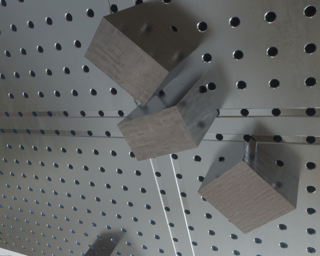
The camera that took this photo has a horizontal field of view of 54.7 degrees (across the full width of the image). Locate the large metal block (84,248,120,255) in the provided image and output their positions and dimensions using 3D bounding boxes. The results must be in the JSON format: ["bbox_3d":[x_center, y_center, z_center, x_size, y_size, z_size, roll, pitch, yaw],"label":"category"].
[{"bbox_3d":[-0.113,0.297,0.636,0.080,0.050,0.080,-18,109,34],"label":"large metal block"}]

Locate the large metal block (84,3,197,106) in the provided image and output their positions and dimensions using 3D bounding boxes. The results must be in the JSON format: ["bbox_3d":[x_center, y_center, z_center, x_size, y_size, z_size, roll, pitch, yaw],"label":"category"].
[{"bbox_3d":[-0.018,-0.082,0.333,0.080,0.080,0.050,40,129,0],"label":"large metal block"}]

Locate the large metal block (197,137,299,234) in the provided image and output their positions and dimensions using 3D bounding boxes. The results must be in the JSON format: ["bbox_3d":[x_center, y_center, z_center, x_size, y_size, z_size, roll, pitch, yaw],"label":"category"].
[{"bbox_3d":[0.108,0.072,0.382,0.080,0.050,0.080,42,129,-1],"label":"large metal block"}]

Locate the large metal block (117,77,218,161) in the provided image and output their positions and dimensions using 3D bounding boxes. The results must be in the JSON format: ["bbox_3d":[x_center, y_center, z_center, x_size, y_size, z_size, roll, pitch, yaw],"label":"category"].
[{"bbox_3d":[0.012,-0.011,0.362,0.080,0.080,0.050,-16,110,34],"label":"large metal block"}]
